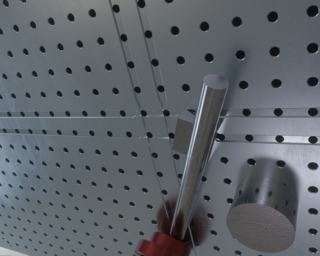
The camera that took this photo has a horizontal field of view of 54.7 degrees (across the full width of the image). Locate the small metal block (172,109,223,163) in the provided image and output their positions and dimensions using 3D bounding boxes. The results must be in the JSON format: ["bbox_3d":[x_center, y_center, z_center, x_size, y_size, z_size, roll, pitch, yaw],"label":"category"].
[{"bbox_3d":[0.046,0.010,0.393,0.050,0.025,0.050,20,126,16],"label":"small metal block"}]

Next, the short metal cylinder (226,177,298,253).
[{"bbox_3d":[0.131,0.110,0.394,0.080,0.050,0.079,13,124,21],"label":"short metal cylinder"}]

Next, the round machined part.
[{"bbox_3d":[0.012,0.204,0.505,0.098,0.042,0.098,22,152,13],"label":"round machined part"}]

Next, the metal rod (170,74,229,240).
[{"bbox_3d":[0.041,0.063,0.400,0.025,0.025,0.298,21,135,15],"label":"metal rod"}]
